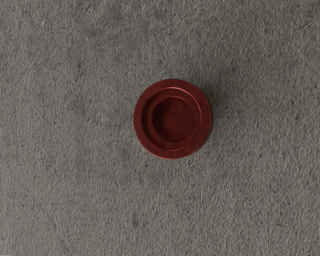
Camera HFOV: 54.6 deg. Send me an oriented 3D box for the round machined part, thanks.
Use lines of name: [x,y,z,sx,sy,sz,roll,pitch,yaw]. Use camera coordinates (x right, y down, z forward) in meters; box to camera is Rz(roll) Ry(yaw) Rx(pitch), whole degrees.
round machined part: [0.020,-0.011,0.393,0.098,0.042,0.097,0,90,20]
